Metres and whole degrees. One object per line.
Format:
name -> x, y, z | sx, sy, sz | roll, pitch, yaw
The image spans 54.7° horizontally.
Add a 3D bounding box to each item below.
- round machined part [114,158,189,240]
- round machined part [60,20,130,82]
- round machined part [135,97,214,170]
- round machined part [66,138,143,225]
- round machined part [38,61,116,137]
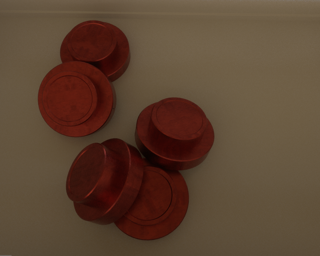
round machined part -> -0.015, 0.083, 0.370 | 0.099, 0.042, 0.098 | 0, 70, 0
round machined part -> -0.093, -0.113, 0.441 | 0.099, 0.042, 0.098 | 0, 70, 0
round machined part -> 0.020, 0.000, 0.383 | 0.099, 0.042, 0.098 | 7, 49, -7
round machined part -> -0.069, 0.056, 0.351 | 0.098, 0.042, 0.098 | -26, 48, 33
round machined part -> -0.108, -0.037, 0.395 | 0.099, 0.042, 0.097 | 0, 93, 3
